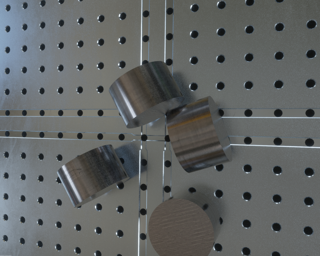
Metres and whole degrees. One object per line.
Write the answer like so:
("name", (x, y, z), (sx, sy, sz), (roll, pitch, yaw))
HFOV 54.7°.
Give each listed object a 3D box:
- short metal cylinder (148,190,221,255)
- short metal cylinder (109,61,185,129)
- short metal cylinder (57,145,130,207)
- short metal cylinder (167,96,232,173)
("short metal cylinder", (0.032, 0.123, 0.387), (0.080, 0.050, 0.079), (0, 90, 19))
("short metal cylinder", (-0.016, -0.040, 0.388), (0.080, 0.080, 0.050), (-30, 81, 17))
("short metal cylinder", (-0.088, 0.064, 0.413), (0.080, 0.080, 0.050), (-33, 80, 17))
("short metal cylinder", (0.048, 0.008, 0.366), (0.050, 0.080, 0.080), (-19, 84, 19))
